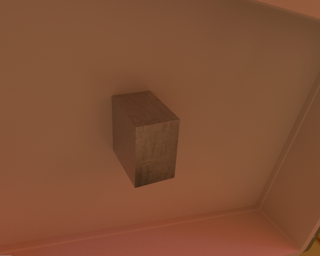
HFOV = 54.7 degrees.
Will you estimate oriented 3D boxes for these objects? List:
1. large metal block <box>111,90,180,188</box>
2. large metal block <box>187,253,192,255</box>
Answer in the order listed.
[{"bbox_3d":[-0.020,0.010,0.370,0.050,0.080,0.079,-11,123,-23],"label":"large metal block"},{"bbox_3d":[0.052,0.312,0.619,0.080,0.050,0.080,-33,129,-7],"label":"large metal block"}]
